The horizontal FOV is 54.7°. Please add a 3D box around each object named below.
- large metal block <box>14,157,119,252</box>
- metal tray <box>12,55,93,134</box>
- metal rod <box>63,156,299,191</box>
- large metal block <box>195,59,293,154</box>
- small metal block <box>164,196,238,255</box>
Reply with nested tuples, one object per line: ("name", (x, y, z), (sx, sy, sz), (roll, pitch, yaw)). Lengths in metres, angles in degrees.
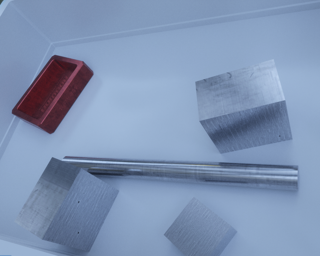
("large metal block", (-0.106, 0.092, 0.368), (0.050, 0.080, 0.080), (13, 69, 33))
("metal tray", (-0.185, -0.062, 0.534), (0.090, 0.030, 0.130), (19, 72, 35))
("metal rod", (0.002, 0.051, 0.372), (0.300, 0.025, 0.025), (-1, 62, 27))
("large metal block", (0.091, -0.018, 0.333), (0.080, 0.080, 0.050), (-14, 56, 20))
("small metal block", (0.041, 0.108, 0.317), (0.050, 0.025, 0.050), (33, 80, 38))
